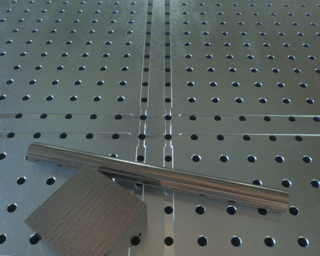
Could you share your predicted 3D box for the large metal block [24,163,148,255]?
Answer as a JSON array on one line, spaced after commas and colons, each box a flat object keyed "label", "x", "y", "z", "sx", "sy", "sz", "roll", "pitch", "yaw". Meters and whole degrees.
[{"label": "large metal block", "x": -0.069, "y": 0.095, "z": 0.311, "sx": 0.080, "sy": 0.050, "sz": 0.080, "roll": 29, "pitch": 56, "yaw": 22}]

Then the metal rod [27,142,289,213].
[{"label": "metal rod", "x": -0.009, "y": 0.055, "z": 0.360, "sx": 0.302, "sy": 0.025, "sz": 0.025, "roll": 10, "pitch": 51, "yaw": 8}]
